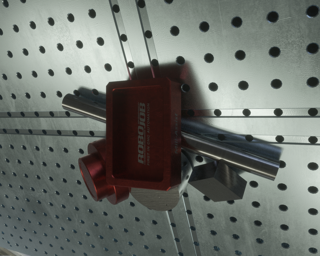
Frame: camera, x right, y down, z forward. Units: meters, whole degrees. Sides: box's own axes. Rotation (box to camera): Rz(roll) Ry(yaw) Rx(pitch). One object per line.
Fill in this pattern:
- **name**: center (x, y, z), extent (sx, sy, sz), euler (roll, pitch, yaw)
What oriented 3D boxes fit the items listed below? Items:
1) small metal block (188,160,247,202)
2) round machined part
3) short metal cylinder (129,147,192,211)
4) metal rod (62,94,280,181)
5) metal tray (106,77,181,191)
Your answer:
- **small metal block**: center (0.073, 0.069, 0.397), extent (0.050, 0.025, 0.050), euler (38, 147, -18)
- **round machined part**: center (-0.086, 0.068, 0.452), extent (0.098, 0.042, 0.097), euler (43, 145, 42)
- **short metal cylinder**: center (-0.001, 0.068, 0.433), extent (0.080, 0.050, 0.079), euler (13, 124, 21)
- **metal rod**: center (0.001, 0.006, 0.409), extent (0.301, 0.025, 0.025), euler (18, 126, 17)
- **metal tray**: center (-0.021, 0.007, 0.380), extent (0.090, 0.030, 0.129), euler (0, 89, 27)
